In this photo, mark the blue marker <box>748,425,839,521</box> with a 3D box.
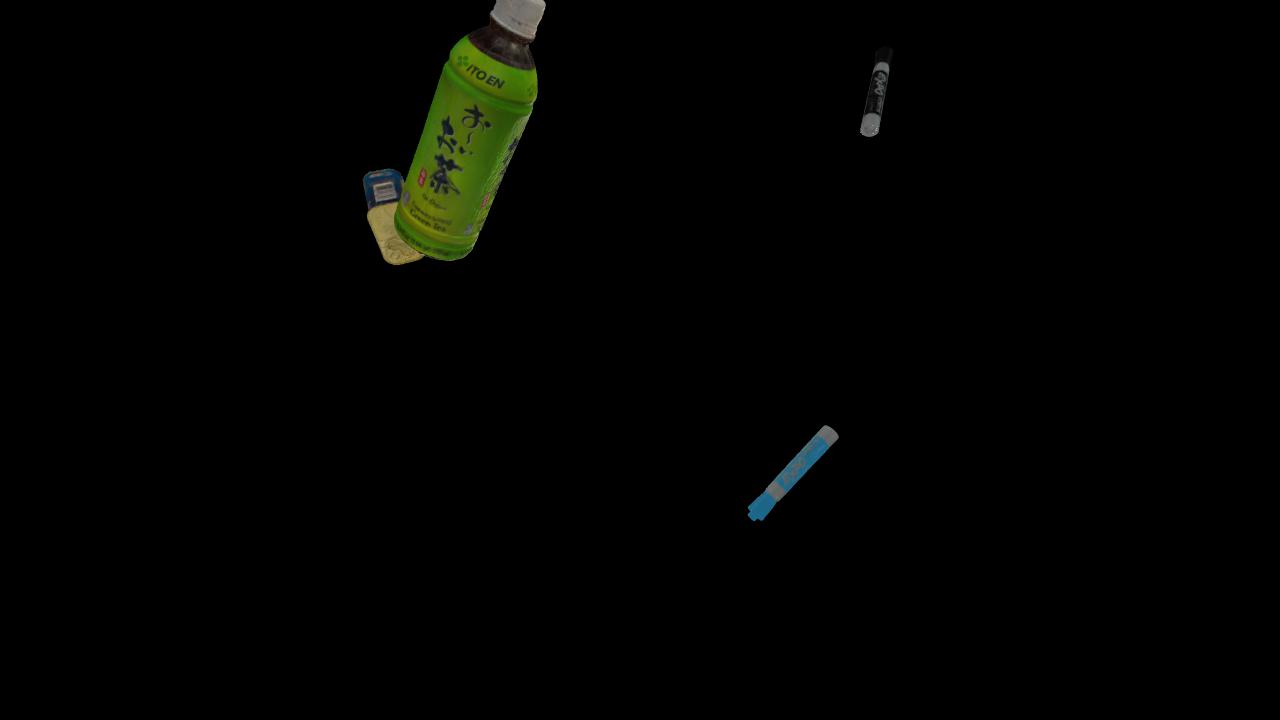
[{"bbox_3d":[0.150,0.112,0.606,0.121,0.020,0.020,-43,12,-13],"label":"blue marker"}]

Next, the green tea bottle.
[{"bbox_3d":[-0.129,-0.178,0.473,0.073,0.212,0.073,22,35,-16],"label":"green tea bottle"}]

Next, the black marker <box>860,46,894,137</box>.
[{"bbox_3d":[0.257,-0.293,0.665,0.020,0.121,0.020,15,-22,6],"label":"black marker"}]

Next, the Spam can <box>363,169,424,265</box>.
[{"bbox_3d":[-0.337,-0.197,0.843,0.058,0.085,0.101,-16,-36,-14],"label":"Spam can"}]
